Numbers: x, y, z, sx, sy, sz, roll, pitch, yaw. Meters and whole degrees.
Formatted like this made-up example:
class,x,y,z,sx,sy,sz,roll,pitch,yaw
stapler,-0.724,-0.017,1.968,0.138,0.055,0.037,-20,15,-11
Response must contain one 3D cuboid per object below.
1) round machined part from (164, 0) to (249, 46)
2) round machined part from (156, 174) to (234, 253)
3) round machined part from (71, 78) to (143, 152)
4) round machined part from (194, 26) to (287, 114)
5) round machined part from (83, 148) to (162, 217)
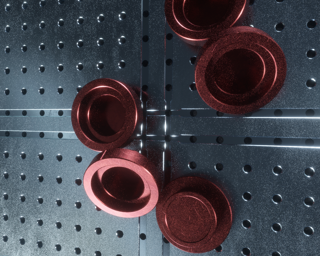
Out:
class,x,y,z,sx,sy,sz,roll,pitch,yaw
round machined part,0.059,-0.146,0.378,0.098,0.042,0.097,-3,82,22
round machined part,0.040,0.109,0.389,0.098,0.042,0.097,0,90,19
round machined part,-0.069,-0.017,0.427,0.098,0.042,0.097,0,90,19
round machined part,0.089,-0.068,0.356,0.099,0.042,0.097,2,122,3
round machined part,-0.045,0.066,0.404,0.098,0.042,0.097,5,120,9
